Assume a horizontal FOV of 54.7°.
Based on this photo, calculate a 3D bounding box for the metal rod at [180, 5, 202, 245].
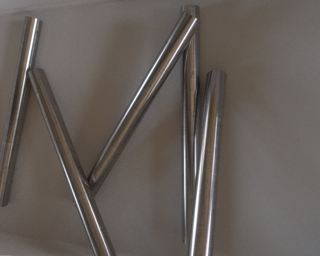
[{"bbox_3d":[0.040,-0.004,0.395,0.025,0.025,0.298,-1,90,19],"label":"metal rod"}]

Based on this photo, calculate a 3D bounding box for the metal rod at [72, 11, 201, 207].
[{"bbox_3d":[-0.039,-0.011,0.408,0.025,0.025,0.298,37,107,16],"label":"metal rod"}]

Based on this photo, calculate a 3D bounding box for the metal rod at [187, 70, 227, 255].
[{"bbox_3d":[0.048,0.069,0.325,0.025,0.025,0.299,0,64,19],"label":"metal rod"}]

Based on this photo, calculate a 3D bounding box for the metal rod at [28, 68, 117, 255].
[{"bbox_3d":[-0.127,0.043,0.430,0.025,0.025,0.299,-32,71,17],"label":"metal rod"}]

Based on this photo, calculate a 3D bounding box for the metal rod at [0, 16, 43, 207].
[{"bbox_3d":[-0.227,-0.023,0.488,0.025,0.025,0.298,14,95,19],"label":"metal rod"}]
